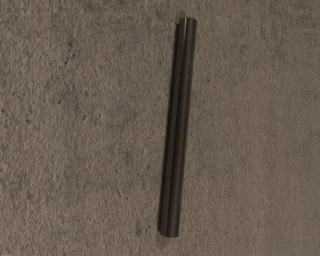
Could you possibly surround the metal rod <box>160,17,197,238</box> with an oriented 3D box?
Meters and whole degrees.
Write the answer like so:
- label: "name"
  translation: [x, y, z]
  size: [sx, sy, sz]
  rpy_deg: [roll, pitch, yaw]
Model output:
- label: "metal rod"
  translation: [0.026, -0.004, 0.428]
  size: [0.025, 0.025, 0.298]
  rpy_deg: [9, 84, -40]
